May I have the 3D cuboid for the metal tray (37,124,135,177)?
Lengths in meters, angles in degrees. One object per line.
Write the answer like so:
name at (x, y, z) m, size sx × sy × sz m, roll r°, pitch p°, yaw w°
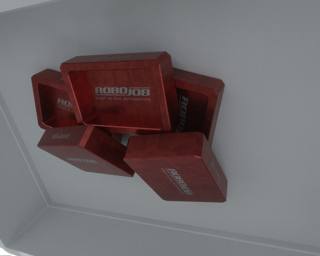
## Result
metal tray at (-0.101, 0.033, 0.431) m, size 0.130 × 0.030 × 0.090 m, roll -3°, pitch 148°, yaw 47°

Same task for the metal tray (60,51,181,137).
metal tray at (-0.046, -0.039, 0.363) m, size 0.130 × 0.030 × 0.089 m, roll 4°, pitch 120°, yaw 26°

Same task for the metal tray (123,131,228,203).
metal tray at (0.025, 0.053, 0.380) m, size 0.090 × 0.030 × 0.130 m, roll -4°, pitch 145°, yaw 23°

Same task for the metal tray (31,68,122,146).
metal tray at (-0.119, -0.025, 0.446) m, size 0.130 × 0.030 × 0.089 m, roll 18°, pitch 126°, yaw 17°

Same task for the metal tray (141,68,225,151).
metal tray at (0.022, -0.006, 0.387) m, size 0.090 × 0.030 × 0.129 m, roll 18°, pitch 125°, yaw 17°
